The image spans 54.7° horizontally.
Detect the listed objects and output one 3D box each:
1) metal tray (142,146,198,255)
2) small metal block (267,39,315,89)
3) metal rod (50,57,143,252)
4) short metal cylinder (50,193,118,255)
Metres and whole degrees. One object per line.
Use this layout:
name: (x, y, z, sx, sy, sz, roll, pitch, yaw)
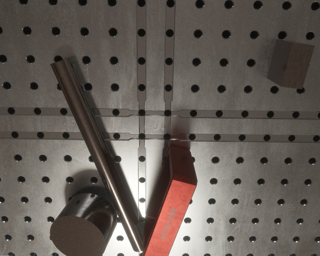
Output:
metal tray: (0.010, 0.100, 0.415, 0.030, 0.090, 0.129, 16, 109, -6)
small metal block: (0.156, -0.078, 0.374, 0.025, 0.050, 0.050, 7, 110, -3)
metal rod: (-0.077, 0.050, 0.430, 0.025, 0.025, 0.298, -17, 110, 6)
short metal cylinder: (-0.107, 0.141, 0.442, 0.080, 0.050, 0.079, 4, 114, 10)
